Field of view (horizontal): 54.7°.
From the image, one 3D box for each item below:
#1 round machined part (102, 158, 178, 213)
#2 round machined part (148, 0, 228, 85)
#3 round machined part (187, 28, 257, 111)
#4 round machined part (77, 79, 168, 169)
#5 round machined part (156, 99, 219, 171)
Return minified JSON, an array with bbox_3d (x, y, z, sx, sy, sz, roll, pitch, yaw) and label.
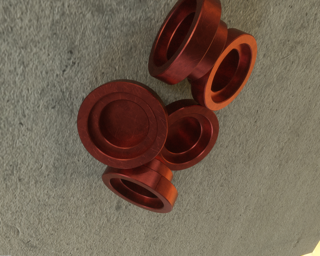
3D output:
[{"bbox_3d":[-0.022,0.068,0.402,0.098,0.098,0.042,55,50,-39],"label":"round machined part"},{"bbox_3d":[0.031,-0.088,0.318,0.042,0.098,0.097,23,106,-24],"label":"round machined part"},{"bbox_3d":[0.070,-0.073,0.375,0.099,0.042,0.097,-33,143,-30],"label":"round machined part"},{"bbox_3d":[-0.039,-0.007,0.351,0.099,0.042,0.097,1,106,4],"label":"round machined part"},{"bbox_3d":[0.026,0.005,0.413,0.099,0.042,0.097,-14,124,-21],"label":"round machined part"}]
